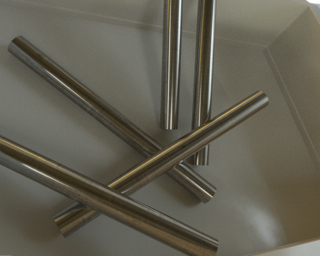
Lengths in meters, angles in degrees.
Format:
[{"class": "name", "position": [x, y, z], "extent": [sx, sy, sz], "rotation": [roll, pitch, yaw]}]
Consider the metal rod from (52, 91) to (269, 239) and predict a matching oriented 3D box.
[{"class": "metal rod", "position": [0.021, 0.028, 0.361], "extent": [0.302, 0.025, 0.025], "rotation": [-30, 78, -26]}]

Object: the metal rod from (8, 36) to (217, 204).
[{"class": "metal rod", "position": [-0.056, -0.008, 0.380], "extent": [0.300, 0.025, 0.025], "rotation": [38, 51, -3]}]

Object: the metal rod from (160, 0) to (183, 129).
[{"class": "metal rod", "position": [0.017, -0.148, 0.404], "extent": [0.025, 0.025, 0.298], "rotation": [-1, 95, -29]}]

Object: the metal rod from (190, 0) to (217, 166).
[{"class": "metal rod", "position": [0.060, -0.100, 0.416], "extent": [0.025, 0.025, 0.298], "rotation": [5, 86, -26]}]

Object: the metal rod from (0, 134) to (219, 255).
[{"class": "metal rod", "position": [-0.087, 0.051, 0.292], "extent": [0.301, 0.025, 0.025], "rotation": [26, 52, 1]}]
